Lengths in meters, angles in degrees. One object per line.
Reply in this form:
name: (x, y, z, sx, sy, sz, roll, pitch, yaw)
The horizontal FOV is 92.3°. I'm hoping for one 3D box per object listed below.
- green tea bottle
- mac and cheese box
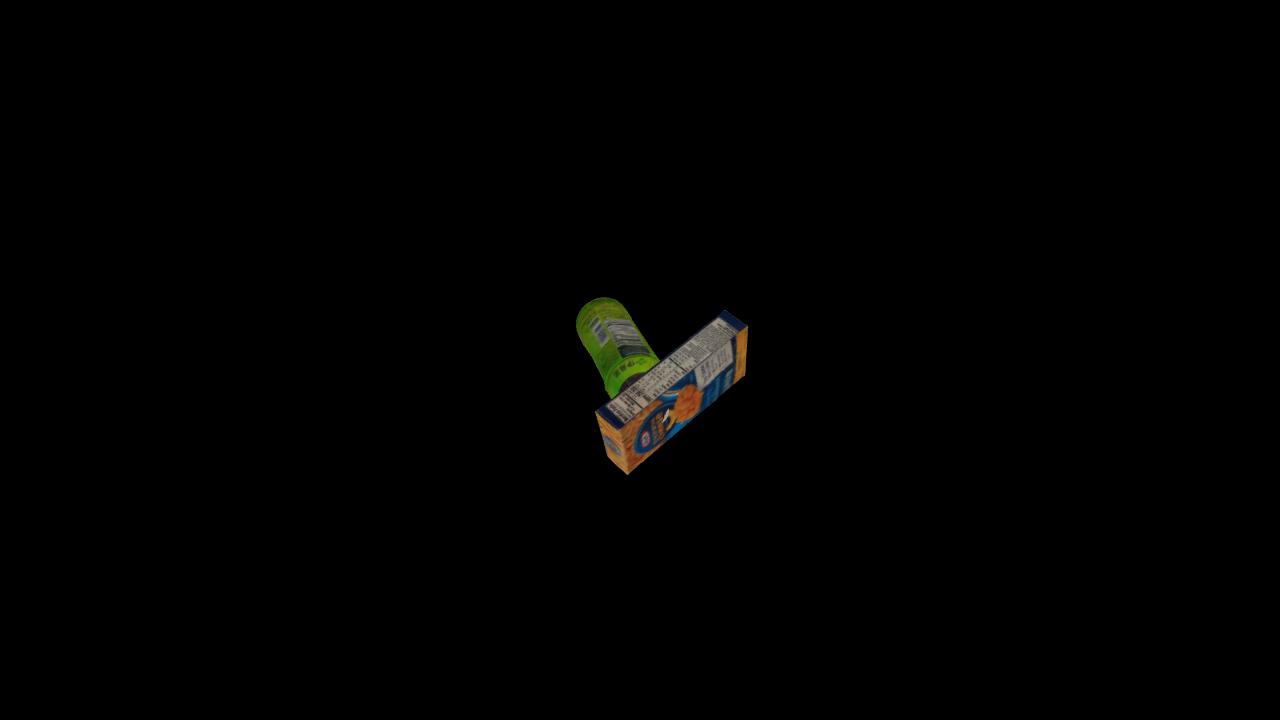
green tea bottle: (-0.018, 0.002, 0.700, 0.073, 0.073, 0.212, 0, 30, -19)
mac and cheese box: (0.039, 0.033, 0.653, 0.184, 0.093, 0.041, -38, 59, -21)
